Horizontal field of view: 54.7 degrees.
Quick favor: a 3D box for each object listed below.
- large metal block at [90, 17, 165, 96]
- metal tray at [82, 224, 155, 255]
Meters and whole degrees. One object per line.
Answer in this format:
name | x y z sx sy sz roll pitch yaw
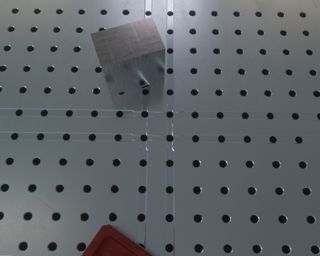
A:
large metal block | -0.040 -0.093 0.416 0.080 0.080 0.050 -18 71 -7
metal tray | -0.061 0.186 0.340 0.090 0.030 0.130 32 73 11
